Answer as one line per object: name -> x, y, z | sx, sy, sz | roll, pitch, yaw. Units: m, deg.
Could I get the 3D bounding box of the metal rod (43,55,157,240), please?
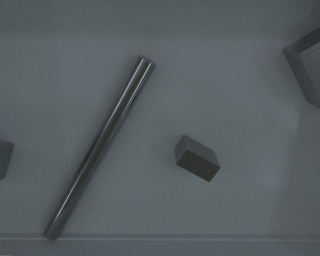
metal rod -> -0.090, 0.038, 0.424 | 0.025, 0.025, 0.298 | 28, 107, -10

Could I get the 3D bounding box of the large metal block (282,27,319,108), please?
large metal block -> 0.209, -0.079, 0.372 | 0.080, 0.050, 0.080 | -30, 108, 10

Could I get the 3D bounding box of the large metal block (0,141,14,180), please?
large metal block -> -0.243, 0.036, 0.385 | 0.081, 0.080, 0.050 | 14, 88, -6

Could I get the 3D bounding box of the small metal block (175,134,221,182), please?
small metal block -> 0.049, 0.039, 0.413 | 0.050, 0.050, 0.025 | 29, 107, -11
